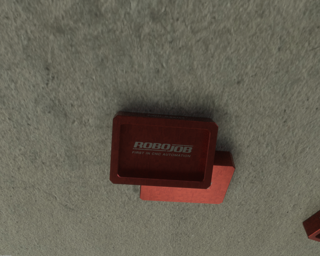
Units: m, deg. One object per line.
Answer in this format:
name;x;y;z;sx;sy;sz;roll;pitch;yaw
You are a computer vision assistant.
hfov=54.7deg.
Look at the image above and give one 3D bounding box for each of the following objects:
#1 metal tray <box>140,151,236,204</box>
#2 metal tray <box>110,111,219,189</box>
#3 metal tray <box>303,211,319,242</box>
metal tray;0.037;0.073;0.467;0.131;0.030;0.089;4;130;-4
metal tray;0.004;0.029;0.403;0.131;0.030;0.089;4;103;-4
metal tray;0.333;0.160;0.545;0.091;0.030;0.129;20;127;-17
